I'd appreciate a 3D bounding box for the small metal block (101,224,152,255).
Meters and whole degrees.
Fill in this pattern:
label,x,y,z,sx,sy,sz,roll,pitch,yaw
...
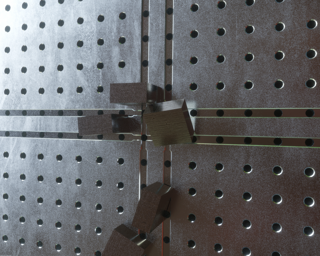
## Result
label,x,y,z,sx,sy,sz,roll,pitch,yaw
small metal block,-0.048,0.171,0.428,0.050,0.025,0.050,28,99,17

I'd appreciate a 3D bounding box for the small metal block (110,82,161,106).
label,x,y,z,sx,sy,sz,roll,pitch,yaw
small metal block,-0.031,-0.044,0.409,0.050,0.050,0.025,1,90,20

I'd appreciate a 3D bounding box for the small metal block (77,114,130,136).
label,x,y,z,sx,sy,sz,roll,pitch,yaw
small metal block,-0.076,-0.004,0.425,0.050,0.050,0.025,-5,88,19

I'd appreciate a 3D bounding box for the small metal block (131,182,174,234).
label,x,y,z,sx,sy,sz,roll,pitch,yaw
small metal block,-0.009,0.101,0.401,0.025,0.050,0.050,19,96,19

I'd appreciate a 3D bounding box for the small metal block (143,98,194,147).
label,x,y,z,sx,sy,sz,roll,pitch,yaw
small metal block,0.012,-0.006,0.395,0.050,0.025,0.050,-9,120,19
